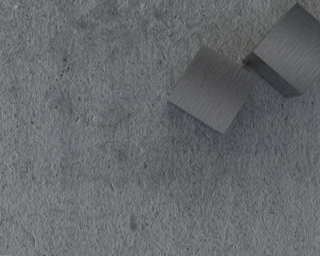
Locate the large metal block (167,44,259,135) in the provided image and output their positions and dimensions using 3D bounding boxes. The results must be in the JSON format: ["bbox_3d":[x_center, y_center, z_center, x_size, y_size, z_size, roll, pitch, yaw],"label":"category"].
[{"bbox_3d":[0.064,-0.047,0.398,0.080,0.050,0.080,32,90,0],"label":"large metal block"}]

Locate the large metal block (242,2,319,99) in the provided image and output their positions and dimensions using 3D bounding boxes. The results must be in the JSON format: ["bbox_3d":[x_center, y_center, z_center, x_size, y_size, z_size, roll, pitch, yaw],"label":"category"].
[{"bbox_3d":[0.169,-0.096,0.398,0.080,0.050,0.080,41,90,0],"label":"large metal block"}]
